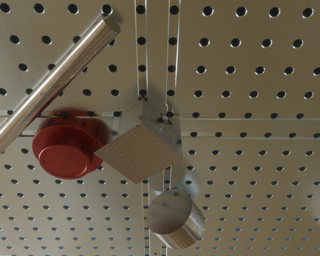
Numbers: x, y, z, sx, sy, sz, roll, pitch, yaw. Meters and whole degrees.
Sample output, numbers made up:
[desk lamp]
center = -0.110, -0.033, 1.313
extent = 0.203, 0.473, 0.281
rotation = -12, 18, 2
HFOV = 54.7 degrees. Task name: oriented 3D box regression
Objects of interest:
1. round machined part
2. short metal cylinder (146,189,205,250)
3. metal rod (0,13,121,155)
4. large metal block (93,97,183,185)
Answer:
[round machined part]
center = -0.127, 0.034, 0.428
extent = 0.099, 0.042, 0.097
rotation = 0, 130, 0
[short metal cylinder]
center = 0.025, 0.146, 0.500
extent = 0.080, 0.080, 0.050
rotation = -22, 127, 17
[metal rod]
center = -0.157, -0.028, 0.385
extent = 0.299, 0.025, 0.025
rotation = -37, 121, 27
[large metal block]
center = -0.027, 0.020, 0.412
extent = 0.080, 0.050, 0.080
rotation = -32, 124, 24
